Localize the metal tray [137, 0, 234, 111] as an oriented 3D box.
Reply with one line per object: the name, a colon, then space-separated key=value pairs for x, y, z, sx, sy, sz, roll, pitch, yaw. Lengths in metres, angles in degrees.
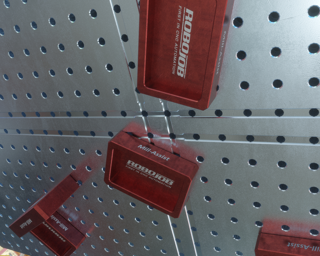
metal tray: x=0.023 y=-0.091 z=0.339 sx=0.090 sy=0.030 sz=0.129 roll=17 pitch=125 yaw=18

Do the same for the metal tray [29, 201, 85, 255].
metal tray: x=-0.233 y=0.221 z=0.668 sx=0.130 sy=0.030 sz=0.090 roll=41 pitch=129 yaw=0

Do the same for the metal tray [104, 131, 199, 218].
metal tray: x=-0.017 y=0.069 z=0.460 sx=0.130 sy=0.030 sz=0.089 roll=23 pitch=127 yaw=14

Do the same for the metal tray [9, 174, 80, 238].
metal tray: x=-0.213 y=0.145 z=0.572 sx=0.030 sy=0.090 sz=0.129 roll=49 pitch=129 yaw=-6

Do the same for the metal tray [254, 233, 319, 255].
metal tray: x=0.203 y=0.194 z=0.420 sx=0.130 sy=0.030 sz=0.090 roll=-2 pitch=118 yaw=29
